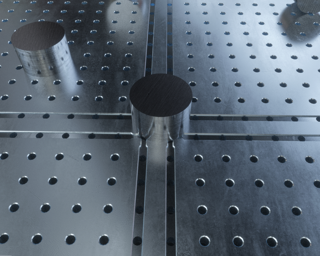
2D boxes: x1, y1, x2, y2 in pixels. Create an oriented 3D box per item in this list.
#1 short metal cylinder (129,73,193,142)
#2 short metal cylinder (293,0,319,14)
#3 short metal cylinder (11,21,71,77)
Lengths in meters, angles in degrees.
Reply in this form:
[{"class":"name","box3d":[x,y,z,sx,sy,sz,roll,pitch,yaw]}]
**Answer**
[{"class":"short metal cylinder","box3d":[0.001,-0.028,0.415,0.081,0.050,0.080,0,50,0]},{"class":"short metal cylinder","box3d":[0.299,-0.273,0.603,0.081,0.080,0.050,-4,50,-3]},{"class":"short metal cylinder","box3d":[-0.188,-0.127,0.497,0.081,0.050,0.080,0,50,0]}]
